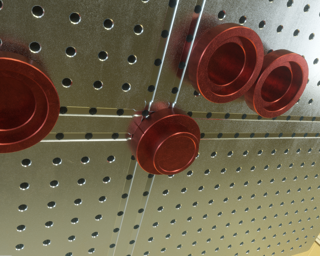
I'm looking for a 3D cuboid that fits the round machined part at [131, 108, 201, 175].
[{"bbox_3d":[0.014,0.025,0.425,0.099,0.042,0.097,-14,125,-21],"label":"round machined part"}]

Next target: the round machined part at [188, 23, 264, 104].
[{"bbox_3d":[0.079,-0.084,0.393,0.099,0.042,0.097,-14,125,-21],"label":"round machined part"}]

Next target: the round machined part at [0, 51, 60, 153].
[{"bbox_3d":[-0.152,-0.027,0.301,0.099,0.042,0.097,-14,125,-21],"label":"round machined part"}]

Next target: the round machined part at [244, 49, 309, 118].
[{"bbox_3d":[0.162,-0.067,0.450,0.099,0.042,0.097,-14,125,-21],"label":"round machined part"}]
